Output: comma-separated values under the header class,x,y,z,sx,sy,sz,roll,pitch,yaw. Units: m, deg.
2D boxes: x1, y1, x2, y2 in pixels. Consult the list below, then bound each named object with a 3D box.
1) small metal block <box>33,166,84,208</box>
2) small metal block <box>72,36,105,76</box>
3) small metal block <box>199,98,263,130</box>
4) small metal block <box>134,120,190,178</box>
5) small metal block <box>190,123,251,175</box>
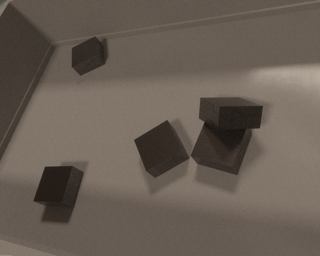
class,x,y,z,sx,sy,sz,roll,pitch,yaw
small metal block,-0.139,0.081,0.427,0.050,0.025,0.050,-5,60,25
small metal block,-0.128,-0.128,0.549,0.050,0.025,0.050,-21,54,15
small metal block,0.077,-0.017,0.346,0.050,0.025,0.050,-2,16,-16
small metal block,0.002,0.026,0.388,0.050,0.025,0.050,-31,52,7
small metal block,0.070,0.021,0.355,0.050,0.025,0.050,13,68,33
